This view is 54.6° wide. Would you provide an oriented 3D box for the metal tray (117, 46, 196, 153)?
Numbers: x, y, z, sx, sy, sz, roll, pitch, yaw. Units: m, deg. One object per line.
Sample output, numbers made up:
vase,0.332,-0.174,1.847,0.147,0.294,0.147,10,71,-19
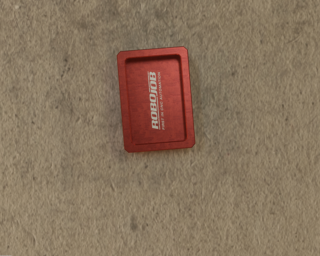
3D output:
metal tray,-0.005,-0.036,0.407,0.090,0.030,0.129,-5,90,0
